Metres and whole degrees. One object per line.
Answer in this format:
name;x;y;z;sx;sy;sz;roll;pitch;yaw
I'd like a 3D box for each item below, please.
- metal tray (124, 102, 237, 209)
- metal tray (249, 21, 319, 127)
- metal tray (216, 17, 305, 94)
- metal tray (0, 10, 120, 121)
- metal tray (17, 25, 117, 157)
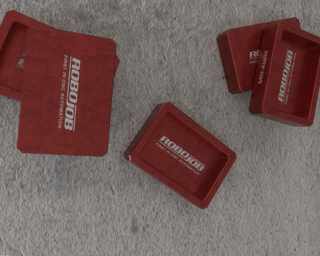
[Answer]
metal tray;0.030;0.037;0.417;0.130;0.030;0.090;37;78;-17
metal tray;0.183;-0.074;0.441;0.091;0.030;0.129;14;86;-20
metal tray;0.156;-0.109;0.464;0.131;0.030;0.089;-16;96;-19
metal tray;-0.124;-0.065;0.360;0.131;0.030;0.090;21;83;-19
metal tray;-0.100;-0.036;0.337;0.091;0.030;0.129;5;89;-20
